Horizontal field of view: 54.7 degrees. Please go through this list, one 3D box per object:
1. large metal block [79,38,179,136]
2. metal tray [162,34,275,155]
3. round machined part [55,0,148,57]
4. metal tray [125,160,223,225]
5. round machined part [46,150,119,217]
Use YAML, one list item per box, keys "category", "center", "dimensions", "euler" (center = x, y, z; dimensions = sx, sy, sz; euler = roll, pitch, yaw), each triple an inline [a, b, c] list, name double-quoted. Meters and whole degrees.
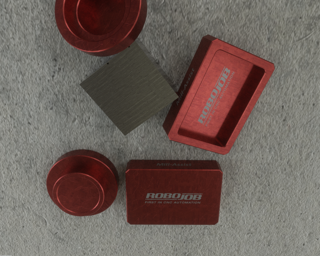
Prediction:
- category: "large metal block"
  center: [-0.035, -0.051, 0.376]
  dimensions: [0.080, 0.050, 0.080]
  euler: [-36, 108, 12]
- category: "metal tray"
  center: [0.070, -0.037, 0.383]
  dimensions: [0.091, 0.030, 0.129]
  euler: [17, 110, -22]
- category: "round machined part"
  center: [-0.060, -0.126, 0.340]
  dimensions: [0.098, 0.042, 0.097]
  euler: [0, 88, 15]
- category: "metal tray"
  center: [0.019, 0.092, 0.441]
  dimensions: [0.131, 0.030, 0.089]
  euler: [1, 110, -1]
- category: "round machined part"
  center: [-0.109, 0.082, 0.430]
  dimensions: [0.099, 0.042, 0.097]
  euler: [0, 110, -1]
